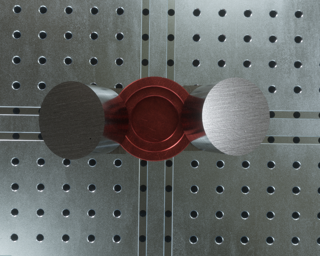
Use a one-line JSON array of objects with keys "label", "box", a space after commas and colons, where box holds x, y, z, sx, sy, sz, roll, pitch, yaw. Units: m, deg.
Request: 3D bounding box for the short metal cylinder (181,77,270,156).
[{"label": "short metal cylinder", "box": [0.070, -0.012, 0.338, 0.081, 0.050, 0.080, 0, 90, -20]}]

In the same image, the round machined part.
[{"label": "round machined part", "box": [-0.006, -0.011, 0.375, 0.099, 0.042, 0.097, 0, 90, 0]}]

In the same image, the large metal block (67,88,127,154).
[{"label": "large metal block", "box": [-0.081, -0.009, 0.400, 0.081, 0.050, 0.080, 1, 90, 0]}]

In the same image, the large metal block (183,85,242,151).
[{"label": "large metal block", "box": [0.069, -0.013, 0.401, 0.081, 0.050, 0.080, -1, 90, 0]}]

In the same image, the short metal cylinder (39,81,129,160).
[{"label": "short metal cylinder", "box": [-0.082, -0.008, 0.337, 0.080, 0.050, 0.079, 0, 91, 21]}]
